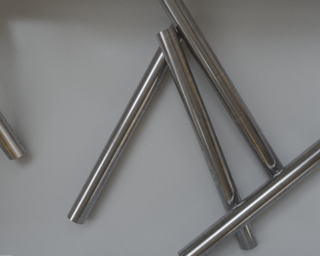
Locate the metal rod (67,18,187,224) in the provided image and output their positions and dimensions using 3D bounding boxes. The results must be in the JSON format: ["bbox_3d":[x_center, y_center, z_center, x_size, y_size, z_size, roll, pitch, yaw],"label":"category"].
[{"bbox_3d":[-0.040,-0.011,0.410,0.025,0.025,0.299,28,90,-1],"label":"metal rod"}]

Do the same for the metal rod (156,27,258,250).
[{"bbox_3d":[0.063,0.018,0.398,0.025,0.025,0.299,-22,96,0],"label":"metal rod"}]

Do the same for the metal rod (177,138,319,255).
[{"bbox_3d":[0.148,0.071,0.385,0.301,0.025,0.025,-37,90,-3],"label":"metal rod"}]

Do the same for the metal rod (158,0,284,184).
[{"bbox_3d":[0.083,-0.050,0.397,0.025,0.025,0.299,-33,97,0],"label":"metal rod"}]

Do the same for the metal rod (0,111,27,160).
[{"bbox_3d":[-0.241,-0.087,0.343,0.025,0.025,0.299,-23,117,0],"label":"metal rod"}]
